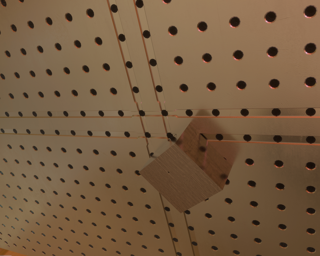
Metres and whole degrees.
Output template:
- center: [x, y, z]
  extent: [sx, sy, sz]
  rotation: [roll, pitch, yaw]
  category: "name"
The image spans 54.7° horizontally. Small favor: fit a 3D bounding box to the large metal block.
- center: [0.033, 0.055, 0.410]
  extent: [0.080, 0.050, 0.080]
  rotation: [45, 129, -4]
  category: "large metal block"
